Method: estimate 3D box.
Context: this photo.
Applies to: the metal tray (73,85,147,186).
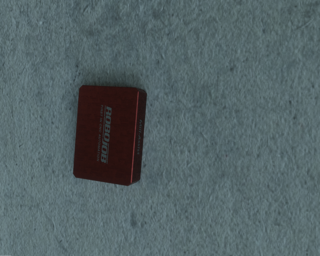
[{"bbox_3d":[-0.070,0.008,0.430,0.090,0.030,0.129,5,92,19],"label":"metal tray"}]
